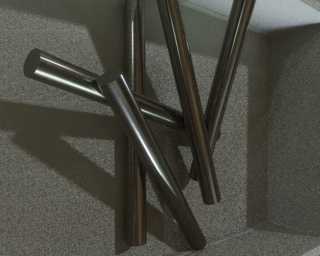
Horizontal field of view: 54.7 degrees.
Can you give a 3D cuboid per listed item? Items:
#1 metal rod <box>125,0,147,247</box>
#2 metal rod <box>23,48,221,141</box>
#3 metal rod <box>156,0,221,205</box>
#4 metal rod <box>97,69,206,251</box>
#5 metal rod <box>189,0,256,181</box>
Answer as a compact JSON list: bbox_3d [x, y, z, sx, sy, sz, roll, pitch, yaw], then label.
[{"bbox_3d":[-0.030,-0.007,0.383,0.025,0.025,0.298,-1,91,-40],"label":"metal rod"},{"bbox_3d":[-0.011,-0.022,0.365,0.302,0.025,0.025,19,78,-49],"label":"metal rod"},{"bbox_3d":[0.036,-0.038,0.380,0.025,0.025,0.298,-29,113,-37],"label":"metal rod"},{"bbox_3d":[0.005,0.062,0.369,0.025,0.025,0.299,-49,133,-29],"label":"metal rod"},{"bbox_3d":[0.081,-0.064,0.390,0.025,0.025,0.298,-9,120,-40],"label":"metal rod"}]
